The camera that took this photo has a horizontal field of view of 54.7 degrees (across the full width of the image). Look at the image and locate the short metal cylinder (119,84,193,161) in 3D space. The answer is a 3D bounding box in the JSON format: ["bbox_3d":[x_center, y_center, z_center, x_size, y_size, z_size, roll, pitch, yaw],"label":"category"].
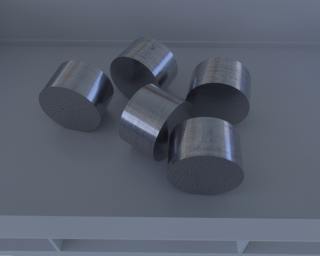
[{"bbox_3d":[-0.004,-0.007,0.375,0.050,0.080,0.080,30,56,23],"label":"short metal cylinder"}]

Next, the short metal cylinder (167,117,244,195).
[{"bbox_3d":[0.049,0.033,0.342,0.080,0.080,0.050,4,50,3],"label":"short metal cylinder"}]

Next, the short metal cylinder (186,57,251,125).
[{"bbox_3d":[0.077,-0.046,0.408,0.080,0.080,0.050,10,51,8],"label":"short metal cylinder"}]

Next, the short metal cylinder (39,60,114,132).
[{"bbox_3d":[-0.107,-0.040,0.402,0.080,0.080,0.050,10,51,9],"label":"short metal cylinder"}]

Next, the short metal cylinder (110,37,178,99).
[{"bbox_3d":[-0.022,-0.079,0.436,0.080,0.080,0.050,23,54,18],"label":"short metal cylinder"}]
